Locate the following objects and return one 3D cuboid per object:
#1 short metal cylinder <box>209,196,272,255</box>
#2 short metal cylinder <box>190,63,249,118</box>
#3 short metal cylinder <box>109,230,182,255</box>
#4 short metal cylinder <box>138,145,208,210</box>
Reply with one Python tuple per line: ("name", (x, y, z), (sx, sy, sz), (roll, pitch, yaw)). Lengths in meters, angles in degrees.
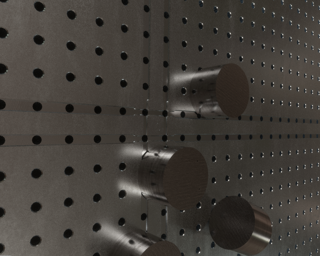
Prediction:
("short metal cylinder", (0.124, 0.152, 0.481), (0.050, 0.080, 0.080), (32, 70, -36))
("short metal cylinder", (0.091, -0.055, 0.472), (0.081, 0.050, 0.079), (0, 90, -40))
("short metal cylinder", (-0.018, 0.172, 0.380), (0.081, 0.050, 0.079), (0, 91, -40))
("short metal cylinder", (0.018, 0.064, 0.410), (0.081, 0.050, 0.079), (0, 90, -40))
